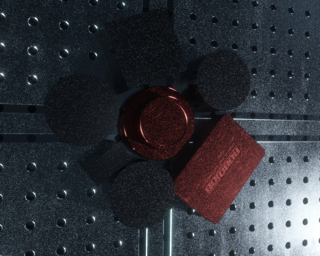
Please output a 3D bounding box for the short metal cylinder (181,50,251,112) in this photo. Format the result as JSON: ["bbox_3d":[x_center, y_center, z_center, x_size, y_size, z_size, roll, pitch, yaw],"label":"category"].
[{"bbox_3d":[0.076,-0.062,0.426,0.081,0.050,0.080,0,90,-20],"label":"short metal cylinder"}]

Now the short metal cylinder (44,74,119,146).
[{"bbox_3d":[-0.093,-0.020,0.364,0.081,0.050,0.080,0,90,-20],"label":"short metal cylinder"}]

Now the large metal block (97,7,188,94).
[{"bbox_3d":[-0.023,-0.096,0.391,0.081,0.050,0.080,-23,98,-19],"label":"large metal block"}]

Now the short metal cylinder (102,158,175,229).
[{"bbox_3d":[-0.028,0.079,0.389,0.081,0.050,0.080,0,90,-20],"label":"short metal cylinder"}]

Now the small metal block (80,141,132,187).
[{"bbox_3d":[-0.067,0.041,0.374,0.050,0.050,0.025,-39,103,-16],"label":"small metal block"}]

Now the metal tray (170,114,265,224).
[{"bbox_3d":[0.079,0.055,0.438,0.090,0.030,0.130,42,76,-15],"label":"metal tray"}]

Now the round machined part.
[{"bbox_3d":[0.001,-0.006,0.403,0.099,0.042,0.097,0,90,-20],"label":"round machined part"}]
